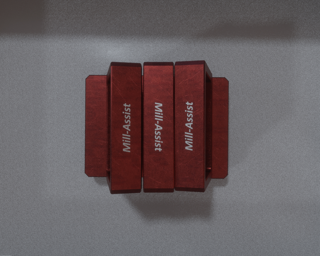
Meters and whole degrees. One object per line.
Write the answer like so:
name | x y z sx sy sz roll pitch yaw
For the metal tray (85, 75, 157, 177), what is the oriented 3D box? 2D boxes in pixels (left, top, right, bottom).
metal tray | -0.049 -0.002 0.406 0.091 0.030 0.129 1 90 0

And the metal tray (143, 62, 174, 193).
metal tray | -0.001 0.000 0.346 0.030 0.090 0.129 0 88 0

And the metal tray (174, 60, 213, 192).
metal tray | 0.039 -0.002 0.345 0.030 0.090 0.129 0 90 14

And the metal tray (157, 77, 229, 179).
metal tray | 0.042 0.000 0.408 0.091 0.030 0.129 1 90 0

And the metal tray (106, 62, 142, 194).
metal tray | -0.042 0.000 0.344 0.030 0.090 0.129 0 90 -13
